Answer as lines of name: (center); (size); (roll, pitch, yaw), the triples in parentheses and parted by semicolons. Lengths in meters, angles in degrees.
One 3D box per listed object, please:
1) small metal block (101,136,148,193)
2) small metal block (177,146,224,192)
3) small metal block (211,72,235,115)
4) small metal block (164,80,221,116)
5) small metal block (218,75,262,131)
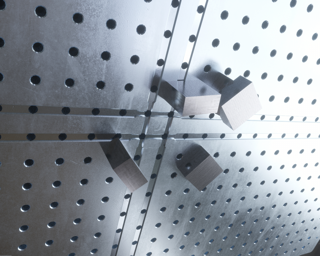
small metal block: (-0.046, 0.047, 0.398); (0.025, 0.050, 0.050); (-34, 129, -6)
small metal block: (0.064, 0.065, 0.485); (0.050, 0.025, 0.050); (-42, 129, 1)
small metal block: (0.093, -0.042, 0.435); (0.050, 0.025, 0.050); (23, 106, -37)
small metal block: (0.040, -0.039, 0.392); (0.050, 0.050, 0.025); (-7, 122, -25)
small metal block: (0.103, -0.033, 0.414); (0.050, 0.025, 0.050); (-38, 129, -3)
